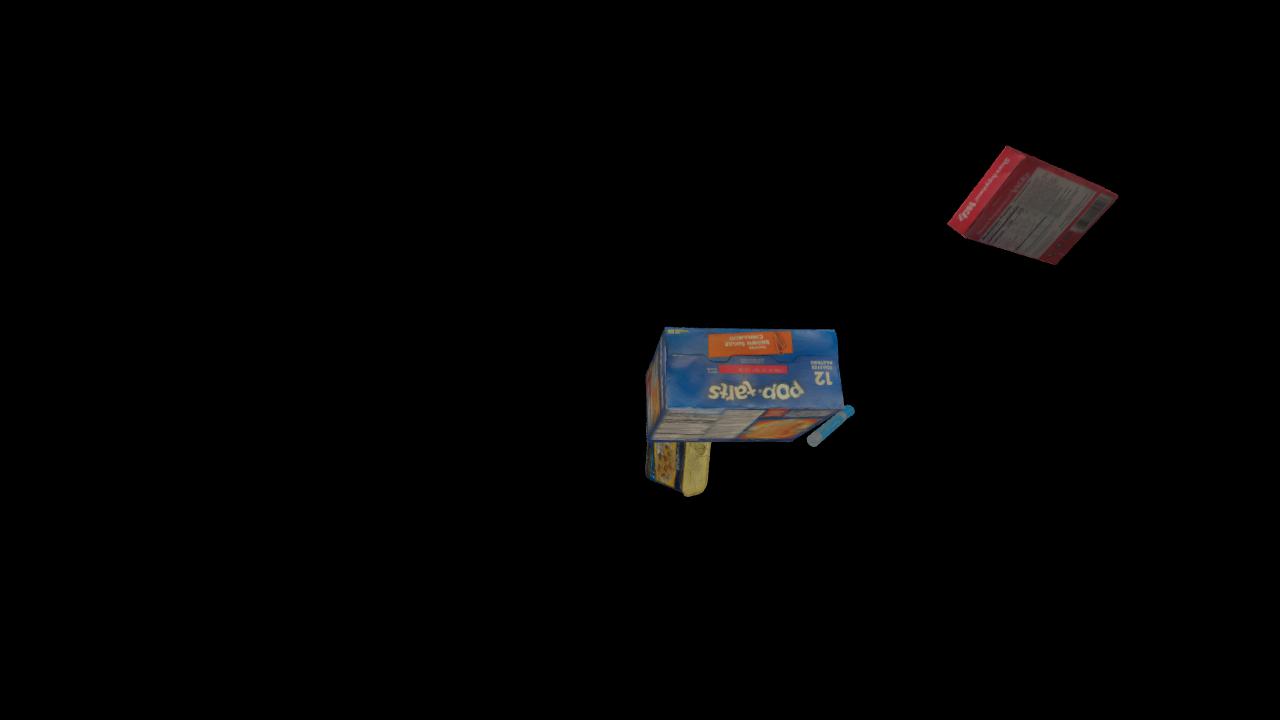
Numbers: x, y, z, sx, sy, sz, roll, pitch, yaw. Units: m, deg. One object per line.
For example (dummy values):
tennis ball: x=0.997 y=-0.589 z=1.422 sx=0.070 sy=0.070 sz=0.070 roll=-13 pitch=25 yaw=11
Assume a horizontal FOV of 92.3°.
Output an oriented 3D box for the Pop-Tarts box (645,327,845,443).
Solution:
Pop-Tarts box: x=0.096 y=0.030 z=0.622 sx=0.167 sy=0.083 sz=0.141 roll=0 pitch=-19 yaw=-7

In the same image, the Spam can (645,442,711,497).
Spam can: x=0.056 y=0.146 z=0.936 sx=0.058 sy=0.101 sz=0.085 roll=-1 pitch=8 yaw=-44

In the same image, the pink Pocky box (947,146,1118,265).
pink Pocky box: x=0.381 y=-0.146 z=0.596 sx=0.155 sy=0.084 sz=0.029 roll=6 pitch=39 yaw=-27

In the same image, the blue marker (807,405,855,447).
blue marker: x=0.295 y=0.099 z=0.944 sx=0.121 sy=0.020 sz=0.020 roll=-27 pitch=18 yaw=-39
